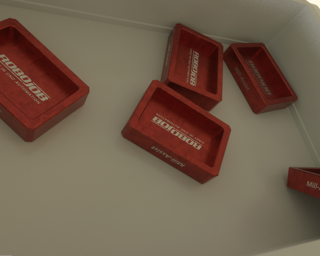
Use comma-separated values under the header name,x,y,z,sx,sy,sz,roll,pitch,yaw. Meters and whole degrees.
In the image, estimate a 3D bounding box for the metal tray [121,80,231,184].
name,x,y,z,sx,sy,sz,roll,pitch,yaw
metal tray,0.026,0.004,0.413,0.130,0.030,0.090,32,52,-8

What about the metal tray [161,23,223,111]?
name,x,y,z,sx,sy,sz,roll,pitch,yaw
metal tray,0.053,-0.098,0.490,0.091,0.030,0.130,20,54,-16

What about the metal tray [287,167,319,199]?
name,x,y,z,sx,sy,sz,roll,pitch,yaw
metal tray,0.254,0.081,0.423,0.091,0.130,0.030,4,93,-20

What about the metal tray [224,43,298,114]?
name,x,y,z,sx,sy,sz,roll,pitch,yaw
metal tray,0.177,-0.092,0.553,0.091,0.030,0.130,-11,67,-33

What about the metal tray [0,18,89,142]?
name,x,y,z,sx,sy,sz,roll,pitch,yaw
metal tray,-0.159,-0.058,0.351,0.130,0.030,0.090,43,51,1
